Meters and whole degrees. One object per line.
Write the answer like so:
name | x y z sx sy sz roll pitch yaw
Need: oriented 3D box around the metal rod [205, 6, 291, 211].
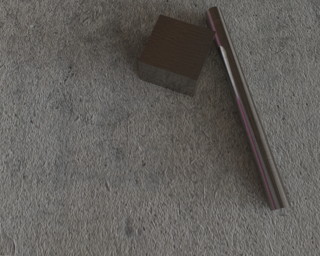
metal rod | 0.114 -0.040 0.424 0.025 0.025 0.299 -12 70 -5

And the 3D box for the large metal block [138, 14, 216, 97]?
large metal block | 0.024 -0.100 0.432 0.080 0.050 0.080 19 71 6
